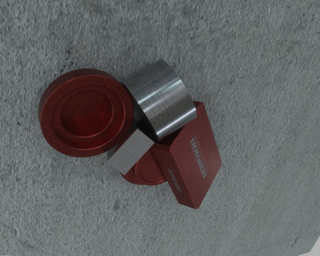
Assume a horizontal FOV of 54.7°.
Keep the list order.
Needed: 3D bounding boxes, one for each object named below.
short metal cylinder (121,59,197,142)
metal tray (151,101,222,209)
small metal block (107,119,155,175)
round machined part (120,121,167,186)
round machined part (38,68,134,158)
[{"bbox_3d":[-0.002,-0.031,0.355,0.050,0.080,0.080,-33,129,-7],"label":"short metal cylinder"},{"bbox_3d":[0.042,0.038,0.424,0.090,0.030,0.130,-54,137,-32],"label":"metal tray"},{"bbox_3d":[-0.035,0.021,0.364,0.025,0.050,0.050,41,95,-15],"label":"small metal block"},{"bbox_3d":[-0.009,0.038,0.418,0.099,0.042,0.097,-14,125,-21],"label":"round machined part"},{"bbox_3d":[-0.082,-0.019,0.341,0.099,0.042,0.097,-14,125,-21],"label":"round machined part"}]
